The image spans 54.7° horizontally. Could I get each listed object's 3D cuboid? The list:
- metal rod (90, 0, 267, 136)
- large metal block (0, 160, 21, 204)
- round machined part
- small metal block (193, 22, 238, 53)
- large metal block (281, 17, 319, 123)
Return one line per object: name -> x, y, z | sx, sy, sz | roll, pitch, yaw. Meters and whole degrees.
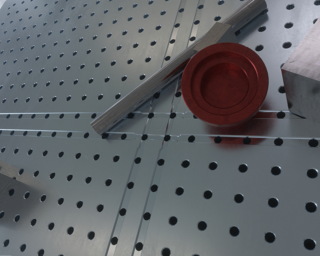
metal rod -> 0.025, -0.089, 0.449 | 0.300, 0.025, 0.025 | -37, 51, 3
large metal block -> -0.279, 0.084, 0.468 | 0.080, 0.080, 0.050 | -49, 51, -6
round machined part -> 0.078, -0.049, 0.372 | 0.098, 0.042, 0.097 | -2, 81, 15
small metal block -> 0.078, -0.103, 0.413 | 0.050, 0.050, 0.025 | -50, 47, -7
large metal block -> 0.174, -0.059, 0.318 | 0.050, 0.080, 0.080 | 32, 80, 38
